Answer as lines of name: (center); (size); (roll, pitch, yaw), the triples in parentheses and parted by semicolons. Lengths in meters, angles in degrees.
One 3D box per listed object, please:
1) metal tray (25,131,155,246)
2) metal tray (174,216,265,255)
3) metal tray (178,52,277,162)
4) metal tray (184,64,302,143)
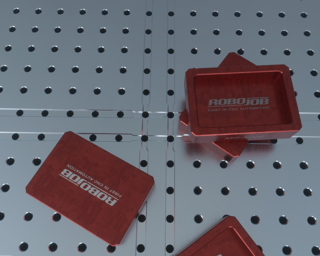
metal tray: (-0.083, 0.073, 0.382); (0.130, 0.030, 0.090); (28, 72, 9)
metal tray: (0.084, 0.177, 0.344); (0.090, 0.030, 0.130); (-34, 74, -12)
metal tray: (0.097, -0.031, 0.421); (0.090, 0.030, 0.130); (35, 74, 12)
metal tray: (0.099, -0.031, 0.388); (0.131, 0.030, 0.090); (-3, 70, -1)
